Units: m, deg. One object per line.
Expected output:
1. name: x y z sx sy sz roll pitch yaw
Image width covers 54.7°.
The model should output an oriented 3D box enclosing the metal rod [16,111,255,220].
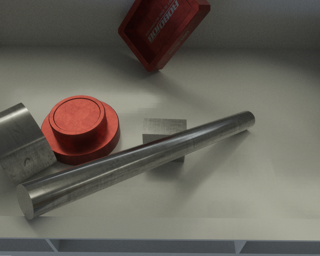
1. metal rod: 0.013 0.019 0.313 0.302 0.025 0.025 -16 48 -44

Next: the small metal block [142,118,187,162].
1. small metal block: 0.006 0.015 0.376 0.050 0.050 0.025 2 47 1

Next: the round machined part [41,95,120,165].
1. round machined part: -0.102 -0.004 0.396 0.099 0.042 0.098 1 50 0

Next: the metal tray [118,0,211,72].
1. metal tray: 0.001 -0.158 0.453 0.030 0.129 0.090 -25 75 -48

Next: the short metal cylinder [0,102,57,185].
1. short metal cylinder: -0.162 0.018 0.352 0.050 0.080 0.080 -32 57 -24
